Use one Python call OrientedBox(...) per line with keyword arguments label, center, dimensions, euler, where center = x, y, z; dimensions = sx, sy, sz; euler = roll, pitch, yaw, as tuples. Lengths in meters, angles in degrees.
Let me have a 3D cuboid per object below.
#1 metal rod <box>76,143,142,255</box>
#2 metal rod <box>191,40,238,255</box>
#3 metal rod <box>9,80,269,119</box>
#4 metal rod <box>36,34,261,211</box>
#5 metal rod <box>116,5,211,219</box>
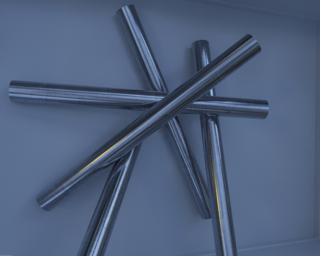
OrientedBox(label="metal rod", center=(-0.066, 0.119, 0.303), dimensions=(0.025, 0.025, 0.300), euler=(32, 47, -17))
OrientedBox(label="metal rod", center=(0.068, 0.028, 0.396), dimensions=(0.025, 0.025, 0.299), euler=(0, 75, -20))
OrientedBox(label="metal rod", center=(-0.017, -0.033, 0.371), dimensions=(0.302, 0.025, 0.025), euler=(4, 89, -8))
OrientedBox(label="metal rod", center=(-0.016, -0.003, 0.352), dimensions=(0.300, 0.025, 0.025), euler=(-37, 103, 4))
OrientedBox(label="metal rod", center=(0.013, -0.015, 0.414), dimensions=(0.025, 0.025, 0.299), euler=(-25, 99, -18))
